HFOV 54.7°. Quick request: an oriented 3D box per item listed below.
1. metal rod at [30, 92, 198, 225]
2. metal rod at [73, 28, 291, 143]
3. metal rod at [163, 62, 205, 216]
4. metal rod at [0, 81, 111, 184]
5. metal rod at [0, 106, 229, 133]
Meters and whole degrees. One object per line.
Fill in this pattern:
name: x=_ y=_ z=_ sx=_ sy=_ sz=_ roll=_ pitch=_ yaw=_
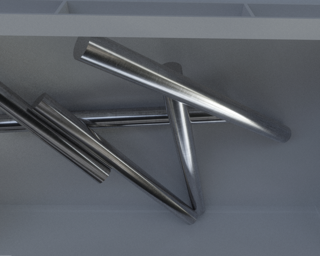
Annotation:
metal rod: x=-0.043 y=0.058 z=0.424 sx=0.025 sy=0.025 sz=0.300 roll=-31 pitch=125 yaw=24
metal rod: x=0.054 y=-0.027 z=0.325 sx=0.302 sy=0.025 sz=0.025 roll=18 pitch=131 yaw=-39
metal rod: x=0.037 y=0.040 z=0.418 sx=0.025 sy=0.025 sz=0.299 roll=-8 pitch=137 yaw=7
metal rod: x=-0.175 y=-0.031 z=0.356 sx=0.025 sy=0.025 sz=0.300 roll=-35 pitch=115 yaw=26
metal rod: x=-0.058 y=-0.012 z=0.397 sx=0.302 sy=0.025 sz=0.025 roll=-3 pitch=130 yaw=2
